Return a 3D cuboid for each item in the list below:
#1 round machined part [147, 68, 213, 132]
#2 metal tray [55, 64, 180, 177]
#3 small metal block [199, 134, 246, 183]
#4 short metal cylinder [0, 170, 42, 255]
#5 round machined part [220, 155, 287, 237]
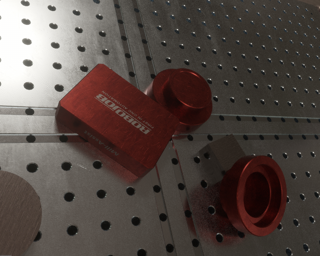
[{"bbox_3d":[0.035,-0.047,0.446,0.099,0.042,0.098,14,56,-21],"label":"round machined part"},{"bbox_3d":[-0.049,-0.012,0.387,0.130,0.030,0.090,36,51,-5],"label":"metal tray"},{"bbox_3d":[0.091,0.041,0.434,0.050,0.025,0.050,-19,72,-35],"label":"small metal block"},{"bbox_3d":[-0.147,0.082,0.264,0.081,0.050,0.080,14,56,-21],"label":"short metal cylinder"},{"bbox_3d":[0.115,0.084,0.395,0.099,0.042,0.097,3,84,-36],"label":"round machined part"}]
